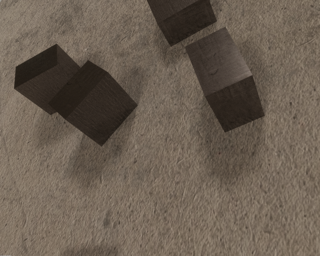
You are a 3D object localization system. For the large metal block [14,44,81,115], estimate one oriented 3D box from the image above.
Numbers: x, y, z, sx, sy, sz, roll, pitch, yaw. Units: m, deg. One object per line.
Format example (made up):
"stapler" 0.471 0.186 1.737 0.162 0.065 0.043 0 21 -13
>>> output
"large metal block" -0.173 -0.076 0.504 0.080 0.080 0.050 -25 53 13

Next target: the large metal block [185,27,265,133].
"large metal block" 0.076 -0.054 0.361 0.050 0.080 0.080 -24 53 13

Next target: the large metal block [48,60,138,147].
"large metal block" -0.091 -0.033 0.435 0.050 0.080 0.080 35 81 38

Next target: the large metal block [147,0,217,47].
"large metal block" 0.032 -0.188 0.485 0.080 0.050 0.080 -27 53 11
